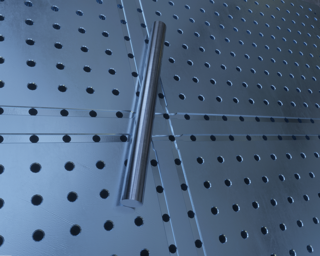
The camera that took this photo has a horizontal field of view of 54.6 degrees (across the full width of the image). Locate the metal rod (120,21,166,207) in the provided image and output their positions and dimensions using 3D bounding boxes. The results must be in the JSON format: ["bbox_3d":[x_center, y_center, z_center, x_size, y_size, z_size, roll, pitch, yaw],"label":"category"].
[{"bbox_3d":[-0.017,-0.041,0.423,0.025,0.025,0.300,19,54,-17],"label":"metal rod"}]
